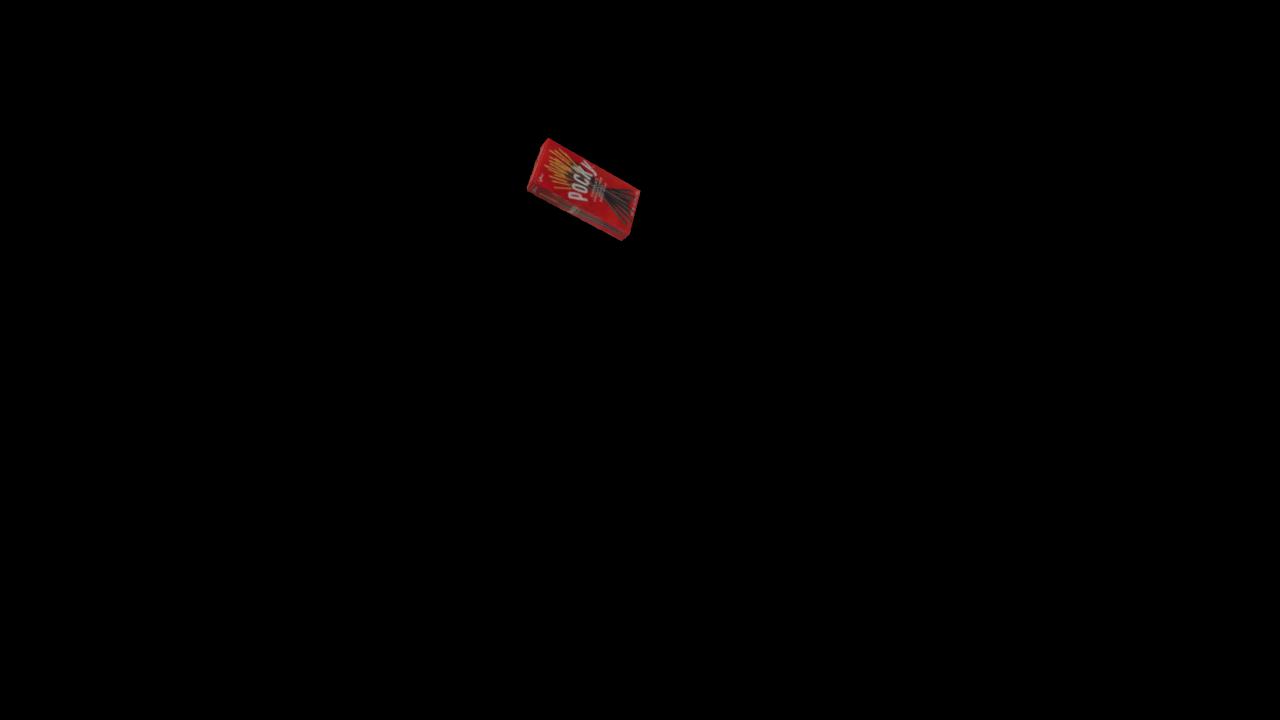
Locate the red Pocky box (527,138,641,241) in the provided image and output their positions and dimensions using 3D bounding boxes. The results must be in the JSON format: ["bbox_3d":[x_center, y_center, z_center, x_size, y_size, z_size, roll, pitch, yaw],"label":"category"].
[{"bbox_3d":[-0.075,-0.237,0.861,0.155,0.083,0.028,24,-27,-24],"label":"red Pocky box"}]
